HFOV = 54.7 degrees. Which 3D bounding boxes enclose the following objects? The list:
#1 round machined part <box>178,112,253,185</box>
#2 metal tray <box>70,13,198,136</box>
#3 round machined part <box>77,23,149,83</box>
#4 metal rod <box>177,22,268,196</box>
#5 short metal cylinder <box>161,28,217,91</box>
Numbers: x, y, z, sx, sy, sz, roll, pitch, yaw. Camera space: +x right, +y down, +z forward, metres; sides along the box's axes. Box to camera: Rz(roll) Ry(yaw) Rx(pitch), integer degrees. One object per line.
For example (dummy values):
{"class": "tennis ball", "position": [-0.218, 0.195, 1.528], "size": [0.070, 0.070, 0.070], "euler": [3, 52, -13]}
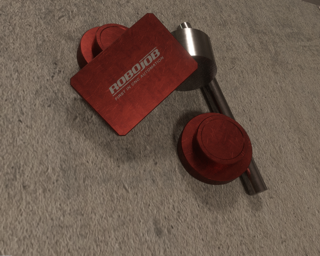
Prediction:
{"class": "round machined part", "position": [0.076, 0.022, 0.406], "size": [0.099, 0.042, 0.098], "euler": [5, 64, -9]}
{"class": "metal tray", "position": [-0.030, -0.064, 0.378], "size": [0.130, 0.030, 0.090], "euler": [-44, 95, -9]}
{"class": "round machined part", "position": [-0.060, -0.104, 0.425], "size": [0.099, 0.042, 0.098], "euler": [14, 56, -21]}
{"class": "metal rod", "position": [0.088, -0.042, 0.479], "size": [0.025, 0.025, 0.299], "euler": [-6, 65, -31]}
{"class": "short metal cylinder", "position": [0.038, -0.097, 0.450], "size": [0.081, 0.080, 0.050], "euler": [8, 58, -25]}
